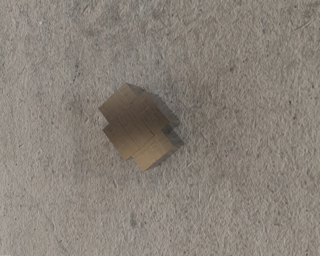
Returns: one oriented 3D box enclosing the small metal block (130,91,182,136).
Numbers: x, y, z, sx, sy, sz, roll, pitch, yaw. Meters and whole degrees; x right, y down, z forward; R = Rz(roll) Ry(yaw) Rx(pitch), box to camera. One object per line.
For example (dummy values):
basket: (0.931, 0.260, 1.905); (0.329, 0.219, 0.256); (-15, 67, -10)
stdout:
small metal block: (-0.004, -0.018, 0.397); (0.025, 0.050, 0.050); (-42, 77, 15)

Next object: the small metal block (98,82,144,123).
small metal block: (-0.045, -0.031, 0.411); (0.050, 0.050, 0.025); (-41, 78, 15)

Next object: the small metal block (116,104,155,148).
small metal block: (-0.023, -0.002, 0.403); (0.025, 0.050, 0.050); (-42, 77, 15)

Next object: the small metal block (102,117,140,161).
small metal block: (-0.041, 0.014, 0.410); (0.025, 0.050, 0.050); (-42, 77, 15)

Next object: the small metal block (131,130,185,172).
small metal block: (-0.001, 0.028, 0.396); (0.050, 0.050, 0.025); (-41, 78, 15)
